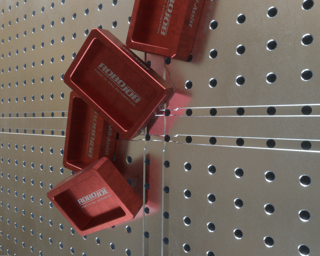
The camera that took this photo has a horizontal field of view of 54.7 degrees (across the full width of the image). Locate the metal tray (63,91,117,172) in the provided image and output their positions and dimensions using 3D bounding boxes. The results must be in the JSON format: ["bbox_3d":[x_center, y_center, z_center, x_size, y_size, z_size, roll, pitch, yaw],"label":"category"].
[{"bbox_3d":[-0.111,0.009,0.494,0.090,0.030,0.129,13,98,39],"label":"metal tray"}]

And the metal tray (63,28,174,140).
[{"bbox_3d":[-0.058,-0.059,0.418,0.130,0.030,0.090,42,113,8],"label":"metal tray"}]

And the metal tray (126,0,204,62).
[{"bbox_3d":[0.009,-0.158,0.396,0.090,0.030,0.129,23,104,37],"label":"metal tray"}]

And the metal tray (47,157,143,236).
[{"bbox_3d":[-0.099,0.105,0.458,0.130,0.030,0.090,-30,102,36],"label":"metal tray"}]
